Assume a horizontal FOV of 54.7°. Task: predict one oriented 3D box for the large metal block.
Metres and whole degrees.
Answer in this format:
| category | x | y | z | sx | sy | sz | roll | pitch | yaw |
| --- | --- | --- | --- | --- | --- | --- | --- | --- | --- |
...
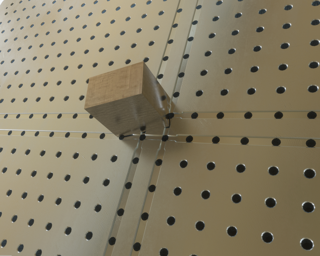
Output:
| category | x | y | z | sx | sy | sz | roll | pitch | yaw |
| --- | --- | --- | --- | --- | --- | --- | --- | --- | --- |
| large metal block | -0.041 | -0.034 | 0.414 | 0.080 | 0.080 | 0.050 | -12 | 57 | 21 |
